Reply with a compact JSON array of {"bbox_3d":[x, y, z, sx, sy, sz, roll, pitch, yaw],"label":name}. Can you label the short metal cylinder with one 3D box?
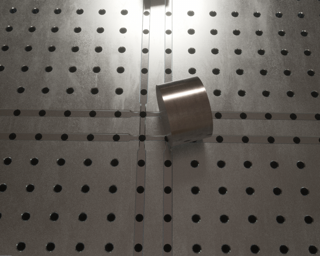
[{"bbox_3d":[0.029,-0.021,0.391,0.050,0.080,0.080,-14,71,-5],"label":"short metal cylinder"}]
